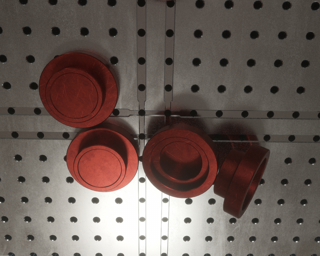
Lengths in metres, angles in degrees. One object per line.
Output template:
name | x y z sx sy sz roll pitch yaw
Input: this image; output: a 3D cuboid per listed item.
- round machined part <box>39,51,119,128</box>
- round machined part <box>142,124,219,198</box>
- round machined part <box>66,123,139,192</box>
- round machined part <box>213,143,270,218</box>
round machined part | -0.102 -0.045 0.386 0.099 0.042 0.097 0 110 -1
round machined part | 0.030 0.040 0.411 0.098 0.042 0.097 5 110 14
round machined part | -0.078 0.046 0.420 0.099 0.042 0.097 0 110 -1
round machined part | 0.105 0.065 0.409 0.042 0.099 0.097 24 112 26
